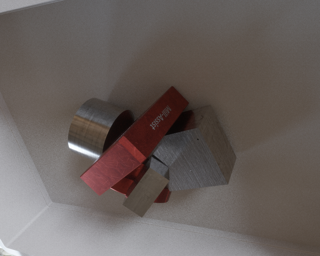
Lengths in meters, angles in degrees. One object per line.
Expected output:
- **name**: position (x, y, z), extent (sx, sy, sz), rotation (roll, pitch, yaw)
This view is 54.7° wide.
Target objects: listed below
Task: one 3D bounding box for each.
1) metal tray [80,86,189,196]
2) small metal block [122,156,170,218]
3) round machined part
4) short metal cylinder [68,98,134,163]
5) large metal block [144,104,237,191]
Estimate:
- **metal tray**: position (-0.025, 0.011, 0.357), extent (0.030, 0.131, 0.090), rotation (46, 128, -5)
- **small metal block**: position (-0.014, 0.064, 0.348), extent (0.025, 0.050, 0.050), rotation (35, 97, -4)
- **round machined part**: position (-0.028, 0.064, 0.424), extent (0.098, 0.098, 0.042), rotation (19, 90, 17)
- **short metal cylinder**: position (-0.076, 0.005, 0.413), extent (0.050, 0.080, 0.079), rotation (21, 126, 16)
- **large metal block**: position (0.036, 0.027, 0.377), extent (0.080, 0.050, 0.080), rotation (-15, 115, 34)
